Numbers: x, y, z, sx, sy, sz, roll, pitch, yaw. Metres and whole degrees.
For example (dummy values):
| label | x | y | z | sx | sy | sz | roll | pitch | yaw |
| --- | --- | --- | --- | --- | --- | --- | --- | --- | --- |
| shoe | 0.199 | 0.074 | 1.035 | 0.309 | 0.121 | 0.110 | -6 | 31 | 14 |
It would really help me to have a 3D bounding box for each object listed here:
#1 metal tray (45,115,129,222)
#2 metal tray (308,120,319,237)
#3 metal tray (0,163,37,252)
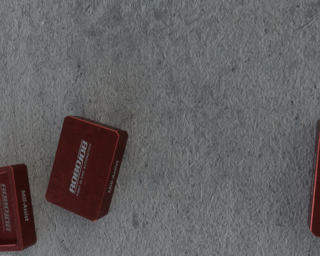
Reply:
| label | x | y | z | sx | sy | sz | roll | pitch | yaw |
| --- | --- | --- | --- | --- | --- | --- | --- | --- | --- |
| metal tray | -0.106 | 0.055 | 0.444 | 0.090 | 0.030 | 0.129 | 17 | 96 | 19 |
| metal tray | 0.214 | 0.055 | 0.330 | 0.090 | 0.030 | 0.129 | 5 | 92 | 19 |
| metal tray | -0.251 | 0.127 | 0.494 | 0.090 | 0.030 | 0.129 | -10 | 87 | 19 |
